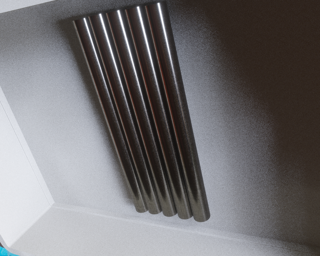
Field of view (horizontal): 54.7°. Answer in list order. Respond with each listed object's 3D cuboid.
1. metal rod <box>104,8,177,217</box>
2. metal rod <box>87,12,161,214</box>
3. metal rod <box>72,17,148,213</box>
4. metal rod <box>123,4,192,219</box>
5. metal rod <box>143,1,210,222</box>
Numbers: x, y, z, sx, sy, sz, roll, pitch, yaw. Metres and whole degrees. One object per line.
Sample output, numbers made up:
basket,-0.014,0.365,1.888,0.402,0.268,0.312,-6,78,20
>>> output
metal rod,-0.017,-0.003,0.415,0.025,0.025,0.298,0,119,28
metal rod,-0.040,-0.003,0.426,0.025,0.025,0.298,0,119,28
metal rod,-0.061,-0.002,0.438,0.025,0.025,0.298,0,119,28
metal rod,0.006,-0.002,0.403,0.025,0.025,0.298,0,119,28
metal rod,0.028,-0.002,0.391,0.025,0.025,0.298,0,119,28
